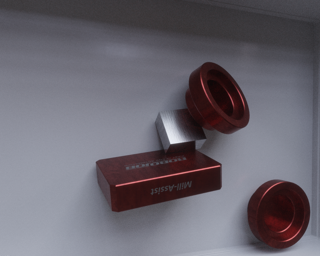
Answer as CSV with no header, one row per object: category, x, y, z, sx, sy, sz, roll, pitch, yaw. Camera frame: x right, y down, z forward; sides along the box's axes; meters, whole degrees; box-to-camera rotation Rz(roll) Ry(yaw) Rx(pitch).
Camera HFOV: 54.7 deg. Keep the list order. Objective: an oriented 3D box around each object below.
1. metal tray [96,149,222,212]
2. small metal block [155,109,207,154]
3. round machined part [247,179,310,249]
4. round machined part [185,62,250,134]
metal tray,-0.004,0.056,0.373,0.131,0.090,0.030,-8,104,-20
small metal block,0.027,0.003,0.409,0.050,0.025,0.050,-7,59,-20
round machined part,0.173,0.126,0.468,0.099,0.042,0.097,0,90,-21
round machined part,0.072,-0.035,0.413,0.098,0.042,0.098,27,47,-33
